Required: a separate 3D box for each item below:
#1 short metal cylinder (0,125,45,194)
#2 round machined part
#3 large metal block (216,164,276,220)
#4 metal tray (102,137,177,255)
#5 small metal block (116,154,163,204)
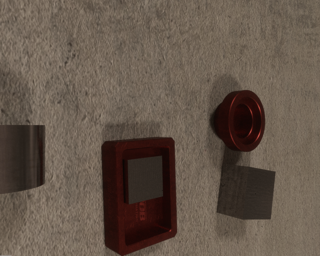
[{"bbox_3d":[-0.137,0.022,0.255,0.081,0.080,0.050,0,90,-40],"label":"short metal cylinder"},{"bbox_3d":[0.125,-0.011,0.501,0.099,0.042,0.097,0,90,-40],"label":"round machined part"},{"bbox_3d":[0.144,0.105,0.512,0.081,0.050,0.080,14,81,-39],"label":"large metal block"},{"bbox_3d":[-0.023,0.078,0.384,0.091,0.030,0.129,-3,92,-40],"label":"metal tray"},{"bbox_3d":[-0.024,0.059,0.369,0.050,0.025,0.050,-3,92,-41],"label":"small metal block"}]
